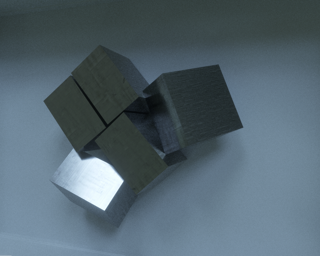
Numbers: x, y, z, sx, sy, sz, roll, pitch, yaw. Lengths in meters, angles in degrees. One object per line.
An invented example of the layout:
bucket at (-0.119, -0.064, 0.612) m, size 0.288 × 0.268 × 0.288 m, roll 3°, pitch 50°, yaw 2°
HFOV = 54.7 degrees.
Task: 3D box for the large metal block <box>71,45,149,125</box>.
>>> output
large metal block at (-0.052, -0.051, 0.397) m, size 0.050 × 0.080 × 0.080 m, roll -40°, pitch 78°, yaw 15°

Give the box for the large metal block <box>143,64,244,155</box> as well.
large metal block at (0.038, -0.022, 0.359) m, size 0.050 × 0.081 × 0.080 m, roll -30°, pitch 77°, yaw 58°

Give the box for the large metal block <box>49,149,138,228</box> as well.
large metal block at (-0.081, 0.078, 0.400) m, size 0.080 × 0.080 × 0.050 m, roll 23°, pitch 63°, yaw 18°

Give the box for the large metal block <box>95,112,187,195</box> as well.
large metal block at (-0.020, 0.028, 0.385) m, size 0.050 × 0.080 × 0.080 m, roll -43°, pitch 77°, yaw 15°

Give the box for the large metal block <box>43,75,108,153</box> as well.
large metal block at (-0.091, -0.017, 0.411) m, size 0.050 × 0.080 × 0.080 m, roll -39°, pitch 78°, yaw 16°
